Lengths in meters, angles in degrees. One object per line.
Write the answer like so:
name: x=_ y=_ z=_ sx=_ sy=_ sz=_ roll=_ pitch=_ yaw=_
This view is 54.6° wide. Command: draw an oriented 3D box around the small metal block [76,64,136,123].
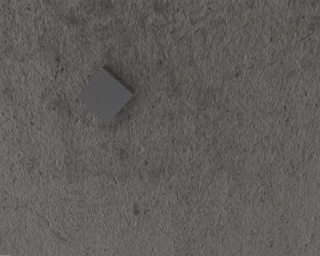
small metal block: x=-0.067 y=-0.044 z=0.393 sx=0.050 sy=0.025 sz=0.050 roll=41 pitch=105 yaw=-14
